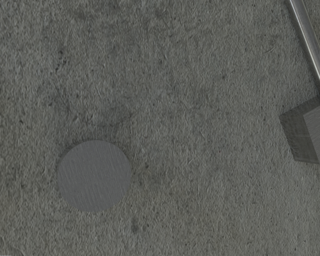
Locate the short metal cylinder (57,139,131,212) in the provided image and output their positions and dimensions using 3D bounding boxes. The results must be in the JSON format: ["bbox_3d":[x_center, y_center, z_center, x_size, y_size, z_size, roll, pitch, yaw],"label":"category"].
[{"bbox_3d":[-0.080,0.053,0.366,0.081,0.050,0.079,0,90,-20],"label":"short metal cylinder"}]

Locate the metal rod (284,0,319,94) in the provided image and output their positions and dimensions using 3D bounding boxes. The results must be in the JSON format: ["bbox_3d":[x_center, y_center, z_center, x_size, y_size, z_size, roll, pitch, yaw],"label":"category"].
[{"bbox_3d":[0.271,-0.073,0.508,0.025,0.025,0.299,-29,100,-18],"label":"metal rod"}]

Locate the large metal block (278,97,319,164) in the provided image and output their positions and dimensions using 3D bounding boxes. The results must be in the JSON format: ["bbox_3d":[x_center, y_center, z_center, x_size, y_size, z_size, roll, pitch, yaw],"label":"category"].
[{"bbox_3d":[0.247,0.001,0.487,0.081,0.050,0.080,-25,99,-18],"label":"large metal block"}]
